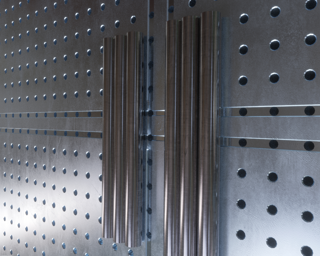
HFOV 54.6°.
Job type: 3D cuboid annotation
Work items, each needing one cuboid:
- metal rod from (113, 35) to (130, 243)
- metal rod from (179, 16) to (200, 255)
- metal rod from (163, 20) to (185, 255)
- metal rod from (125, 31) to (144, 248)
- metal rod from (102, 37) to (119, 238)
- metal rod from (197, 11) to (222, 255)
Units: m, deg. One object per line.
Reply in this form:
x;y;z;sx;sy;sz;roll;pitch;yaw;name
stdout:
-0.055;0.016;0.456;0.025;0.025;0.298;1;91;40;metal rod
0.037;0.017;0.379;0.025;0.025;0.298;1;91;40;metal rod
0.018;0.016;0.395;0.025;0.025;0.298;1;91;40;metal rod
-0.036;0.016;0.440;0.025;0.025;0.298;1;91;40;metal rod
-0.075;0.015;0.472;0.025;0.025;0.298;1;91;40;metal rod
0.058;0.017;0.362;0.025;0.025;0.298;1;91;40;metal rod
